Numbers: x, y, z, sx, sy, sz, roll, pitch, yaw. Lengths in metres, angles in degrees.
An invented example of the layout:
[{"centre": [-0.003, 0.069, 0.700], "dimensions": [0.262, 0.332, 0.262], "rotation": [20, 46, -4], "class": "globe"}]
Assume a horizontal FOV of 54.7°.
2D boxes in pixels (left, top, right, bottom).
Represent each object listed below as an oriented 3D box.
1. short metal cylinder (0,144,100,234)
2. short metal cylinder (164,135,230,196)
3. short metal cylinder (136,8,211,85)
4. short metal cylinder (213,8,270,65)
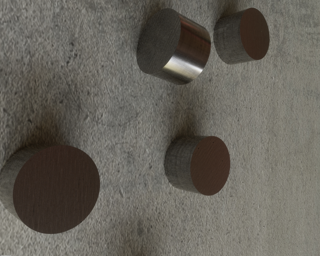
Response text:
[{"centre": [-0.106, 0.055, 0.299], "dimensions": [0.081, 0.050, 0.080], "rotation": [0, 90, -40], "class": "short metal cylinder"}, {"centre": [0.053, 0.050, 0.433], "dimensions": [0.081, 0.050, 0.080], "rotation": [0, 90, -40], "class": "short metal cylinder"}, {"centre": [0.015, -0.098, 0.381], "dimensions": [0.050, 0.080, 0.080], "rotation": [14, 82, -39], "class": "short metal cylinder"}, {"centre": [0.132, -0.146, 0.498], "dimensions": [0.081, 0.050, 0.080], "rotation": [0, 90, -40], "class": "short metal cylinder"}]
